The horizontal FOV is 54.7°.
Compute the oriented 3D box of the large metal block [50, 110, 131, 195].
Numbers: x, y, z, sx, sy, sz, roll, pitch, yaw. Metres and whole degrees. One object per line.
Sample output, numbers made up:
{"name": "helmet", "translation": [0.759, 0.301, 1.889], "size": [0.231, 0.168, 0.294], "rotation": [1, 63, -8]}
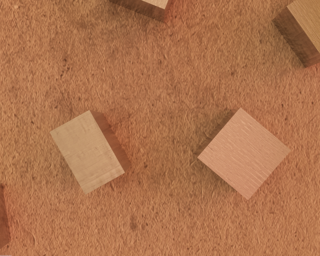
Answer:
{"name": "large metal block", "translation": [-0.080, 0.027, 0.382], "size": [0.050, 0.080, 0.080], "rotation": [-29, 90, 0]}

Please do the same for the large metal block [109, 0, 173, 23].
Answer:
{"name": "large metal block", "translation": [-0.017, -0.194, 0.397], "size": [0.080, 0.050, 0.080], "rotation": [22, 90, 0]}

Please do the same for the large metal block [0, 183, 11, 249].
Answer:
{"name": "large metal block", "translation": [-0.233, 0.118, 0.381], "size": [0.050, 0.080, 0.080], "rotation": [-8, 90, 0]}

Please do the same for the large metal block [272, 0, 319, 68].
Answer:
{"name": "large metal block", "translation": [0.209, -0.137, 0.399], "size": [0.080, 0.050, 0.080], "rotation": [-35, 90, 0]}

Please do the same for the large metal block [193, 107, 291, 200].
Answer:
{"name": "large metal block", "translation": [0.102, 0.031, 0.398], "size": [0.080, 0.050, 0.080], "rotation": [40, 90, 0]}
